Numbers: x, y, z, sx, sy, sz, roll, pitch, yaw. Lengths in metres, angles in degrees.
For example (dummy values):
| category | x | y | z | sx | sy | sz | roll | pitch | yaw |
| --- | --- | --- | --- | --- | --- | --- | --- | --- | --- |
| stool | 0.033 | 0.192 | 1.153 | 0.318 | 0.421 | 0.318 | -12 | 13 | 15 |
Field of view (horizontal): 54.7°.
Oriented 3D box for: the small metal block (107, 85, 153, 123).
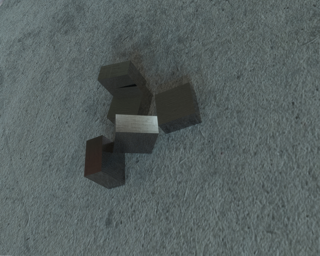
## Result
| category | x | y | z | sx | sy | sz | roll | pitch | yaw |
| --- | --- | --- | --- | --- | --- | --- | --- | --- | --- |
| small metal block | -0.043 | -0.032 | 0.446 | 0.050 | 0.025 | 0.050 | -2 | 61 | 27 |

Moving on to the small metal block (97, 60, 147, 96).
| category | x | y | z | sx | sy | sz | roll | pitch | yaw |
| --- | --- | --- | --- | --- | --- | --- | --- | --- | --- |
| small metal block | -0.055 | -0.070 | 0.460 | 0.050 | 0.050 | 0.025 | -6 | 59 | 25 |

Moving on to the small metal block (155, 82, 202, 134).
| category | x | y | z | sx | sy | sz | roll | pitch | yaw |
| --- | --- | --- | --- | --- | --- | --- | --- | --- | --- |
| small metal block | 0.023 | -0.026 | 0.408 | 0.050 | 0.025 | 0.050 | -19 | 54 | 17 |

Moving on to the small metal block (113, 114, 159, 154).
| category | x | y | z | sx | sy | sz | roll | pitch | yaw |
| --- | --- | --- | --- | --- | --- | --- | --- | --- | --- |
| small metal block | -0.032 | 0.009 | 0.387 | 0.050 | 0.050 | 0.025 | 2 | 56 | -12 |

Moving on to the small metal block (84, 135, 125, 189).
| category | x | y | z | sx | sy | sz | roll | pitch | yaw |
| --- | --- | --- | --- | --- | --- | --- | --- | --- | --- |
| small metal block | -0.069 | 0.045 | 0.396 | 0.025 | 0.050 | 0.050 | -19 | 54 | 21 |
